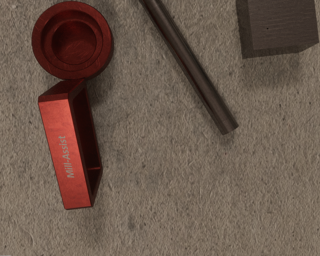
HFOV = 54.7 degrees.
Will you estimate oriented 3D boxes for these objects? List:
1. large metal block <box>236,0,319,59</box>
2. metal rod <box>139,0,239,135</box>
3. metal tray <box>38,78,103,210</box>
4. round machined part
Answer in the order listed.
[{"bbox_3d":[0.148,-0.138,0.399,0.081,0.050,0.079,-7,90,-1],"label":"large metal block"},{"bbox_3d":[0.015,-0.124,0.410,0.025,0.025,0.299,-32,90,0],"label":"metal rod"},{"bbox_3d":[-0.097,0.015,0.357,0.030,0.090,0.129,-7,109,0],"label":"metal tray"},{"bbox_3d":[-0.108,-0.107,0.400,0.099,0.042,0.097,0,90,-1],"label":"round machined part"}]
